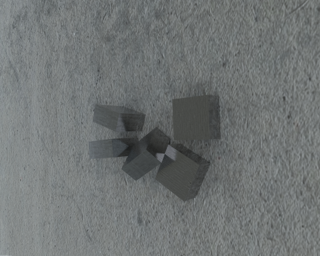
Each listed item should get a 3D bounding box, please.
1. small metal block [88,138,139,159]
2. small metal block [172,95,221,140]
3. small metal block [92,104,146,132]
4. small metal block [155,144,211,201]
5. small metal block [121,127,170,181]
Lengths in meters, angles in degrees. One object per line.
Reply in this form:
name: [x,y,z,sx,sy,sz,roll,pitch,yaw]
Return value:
small metal block: [-0.065,0.029,0.443,0.050,0.050,0.025,-8,85,40]
small metal block: [0.043,-0.011,0.369,0.050,0.025,0.050,-3,88,40]
small metal block: [-0.057,-0.014,0.436,0.050,0.050,0.025,21,103,38]
small metal block: [0.027,0.053,0.382,0.050,0.025,0.050,32,110,35]
small metal block: [-0.018,0.033,0.400,0.025,0.050,0.050,42,124,-13]
